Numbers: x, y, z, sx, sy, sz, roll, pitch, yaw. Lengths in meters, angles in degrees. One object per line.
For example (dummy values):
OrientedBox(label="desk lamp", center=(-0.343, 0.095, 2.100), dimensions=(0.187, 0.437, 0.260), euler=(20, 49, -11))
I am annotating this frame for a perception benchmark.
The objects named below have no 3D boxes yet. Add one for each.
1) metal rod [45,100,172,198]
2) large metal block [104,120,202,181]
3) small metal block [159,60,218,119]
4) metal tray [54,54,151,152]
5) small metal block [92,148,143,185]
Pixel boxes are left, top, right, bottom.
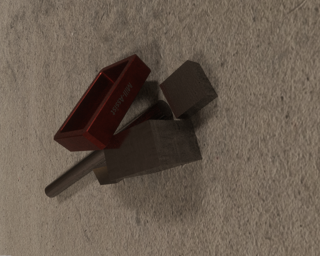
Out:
OrientedBox(label="metal rod", center=(-0.096, 0.045, 0.481), dimensions=(0.299, 0.025, 0.025), euler=(-35, 69, 34))
OrientedBox(label="large metal block", center=(-0.009, 0.027, 0.375), dimensions=(0.080, 0.081, 0.050), euler=(-22, 76, 37))
OrientedBox(label="small metal block", center=(0.034, -0.045, 0.376), dimensions=(0.050, 0.025, 0.050), euler=(-38, 67, 33))
OrientedBox(label="metal tray", center=(-0.075, -0.032, 0.404), dimensions=(0.090, 0.030, 0.130), euler=(-7, 47, 49))
OrientedBox(label="small metal block", center=(-0.056, 0.053, 0.422), dimensions=(0.050, 0.050, 0.025), euler=(-19, 98, 53))
